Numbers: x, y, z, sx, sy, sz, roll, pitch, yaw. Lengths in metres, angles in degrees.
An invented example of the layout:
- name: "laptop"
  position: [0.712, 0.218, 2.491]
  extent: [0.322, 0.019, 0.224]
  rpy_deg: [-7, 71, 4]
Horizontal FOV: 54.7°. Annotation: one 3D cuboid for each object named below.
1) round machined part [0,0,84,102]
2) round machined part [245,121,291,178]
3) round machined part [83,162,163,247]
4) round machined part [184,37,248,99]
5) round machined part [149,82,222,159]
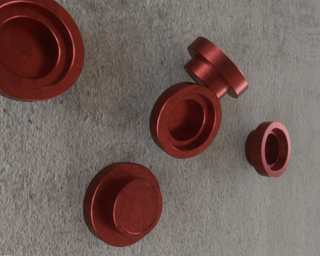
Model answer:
- name: "round machined part"
  position: [-0.125, -0.073, 0.288]
  extent: [0.099, 0.042, 0.097]
  rpy_deg: [0, 90, -40]
- name: "round machined part"
  position: [0.189, 0.037, 0.552]
  extent: [0.099, 0.042, 0.097]
  rpy_deg: [0, 90, -40]
- name: "round machined part"
  position: [-0.036, 0.090, 0.364]
  extent: [0.099, 0.042, 0.097]
  rpy_deg: [0, 90, -40]
- name: "round machined part"
  position: [0.071, -0.075, 0.426]
  extent: [0.042, 0.098, 0.098]
  rpy_deg: [-44, 122, 5]
- name: "round machined part"
  position: [0.029, -0.012, 0.405]
  extent: [0.099, 0.042, 0.097]
  rpy_deg: [-11, 113, -28]
